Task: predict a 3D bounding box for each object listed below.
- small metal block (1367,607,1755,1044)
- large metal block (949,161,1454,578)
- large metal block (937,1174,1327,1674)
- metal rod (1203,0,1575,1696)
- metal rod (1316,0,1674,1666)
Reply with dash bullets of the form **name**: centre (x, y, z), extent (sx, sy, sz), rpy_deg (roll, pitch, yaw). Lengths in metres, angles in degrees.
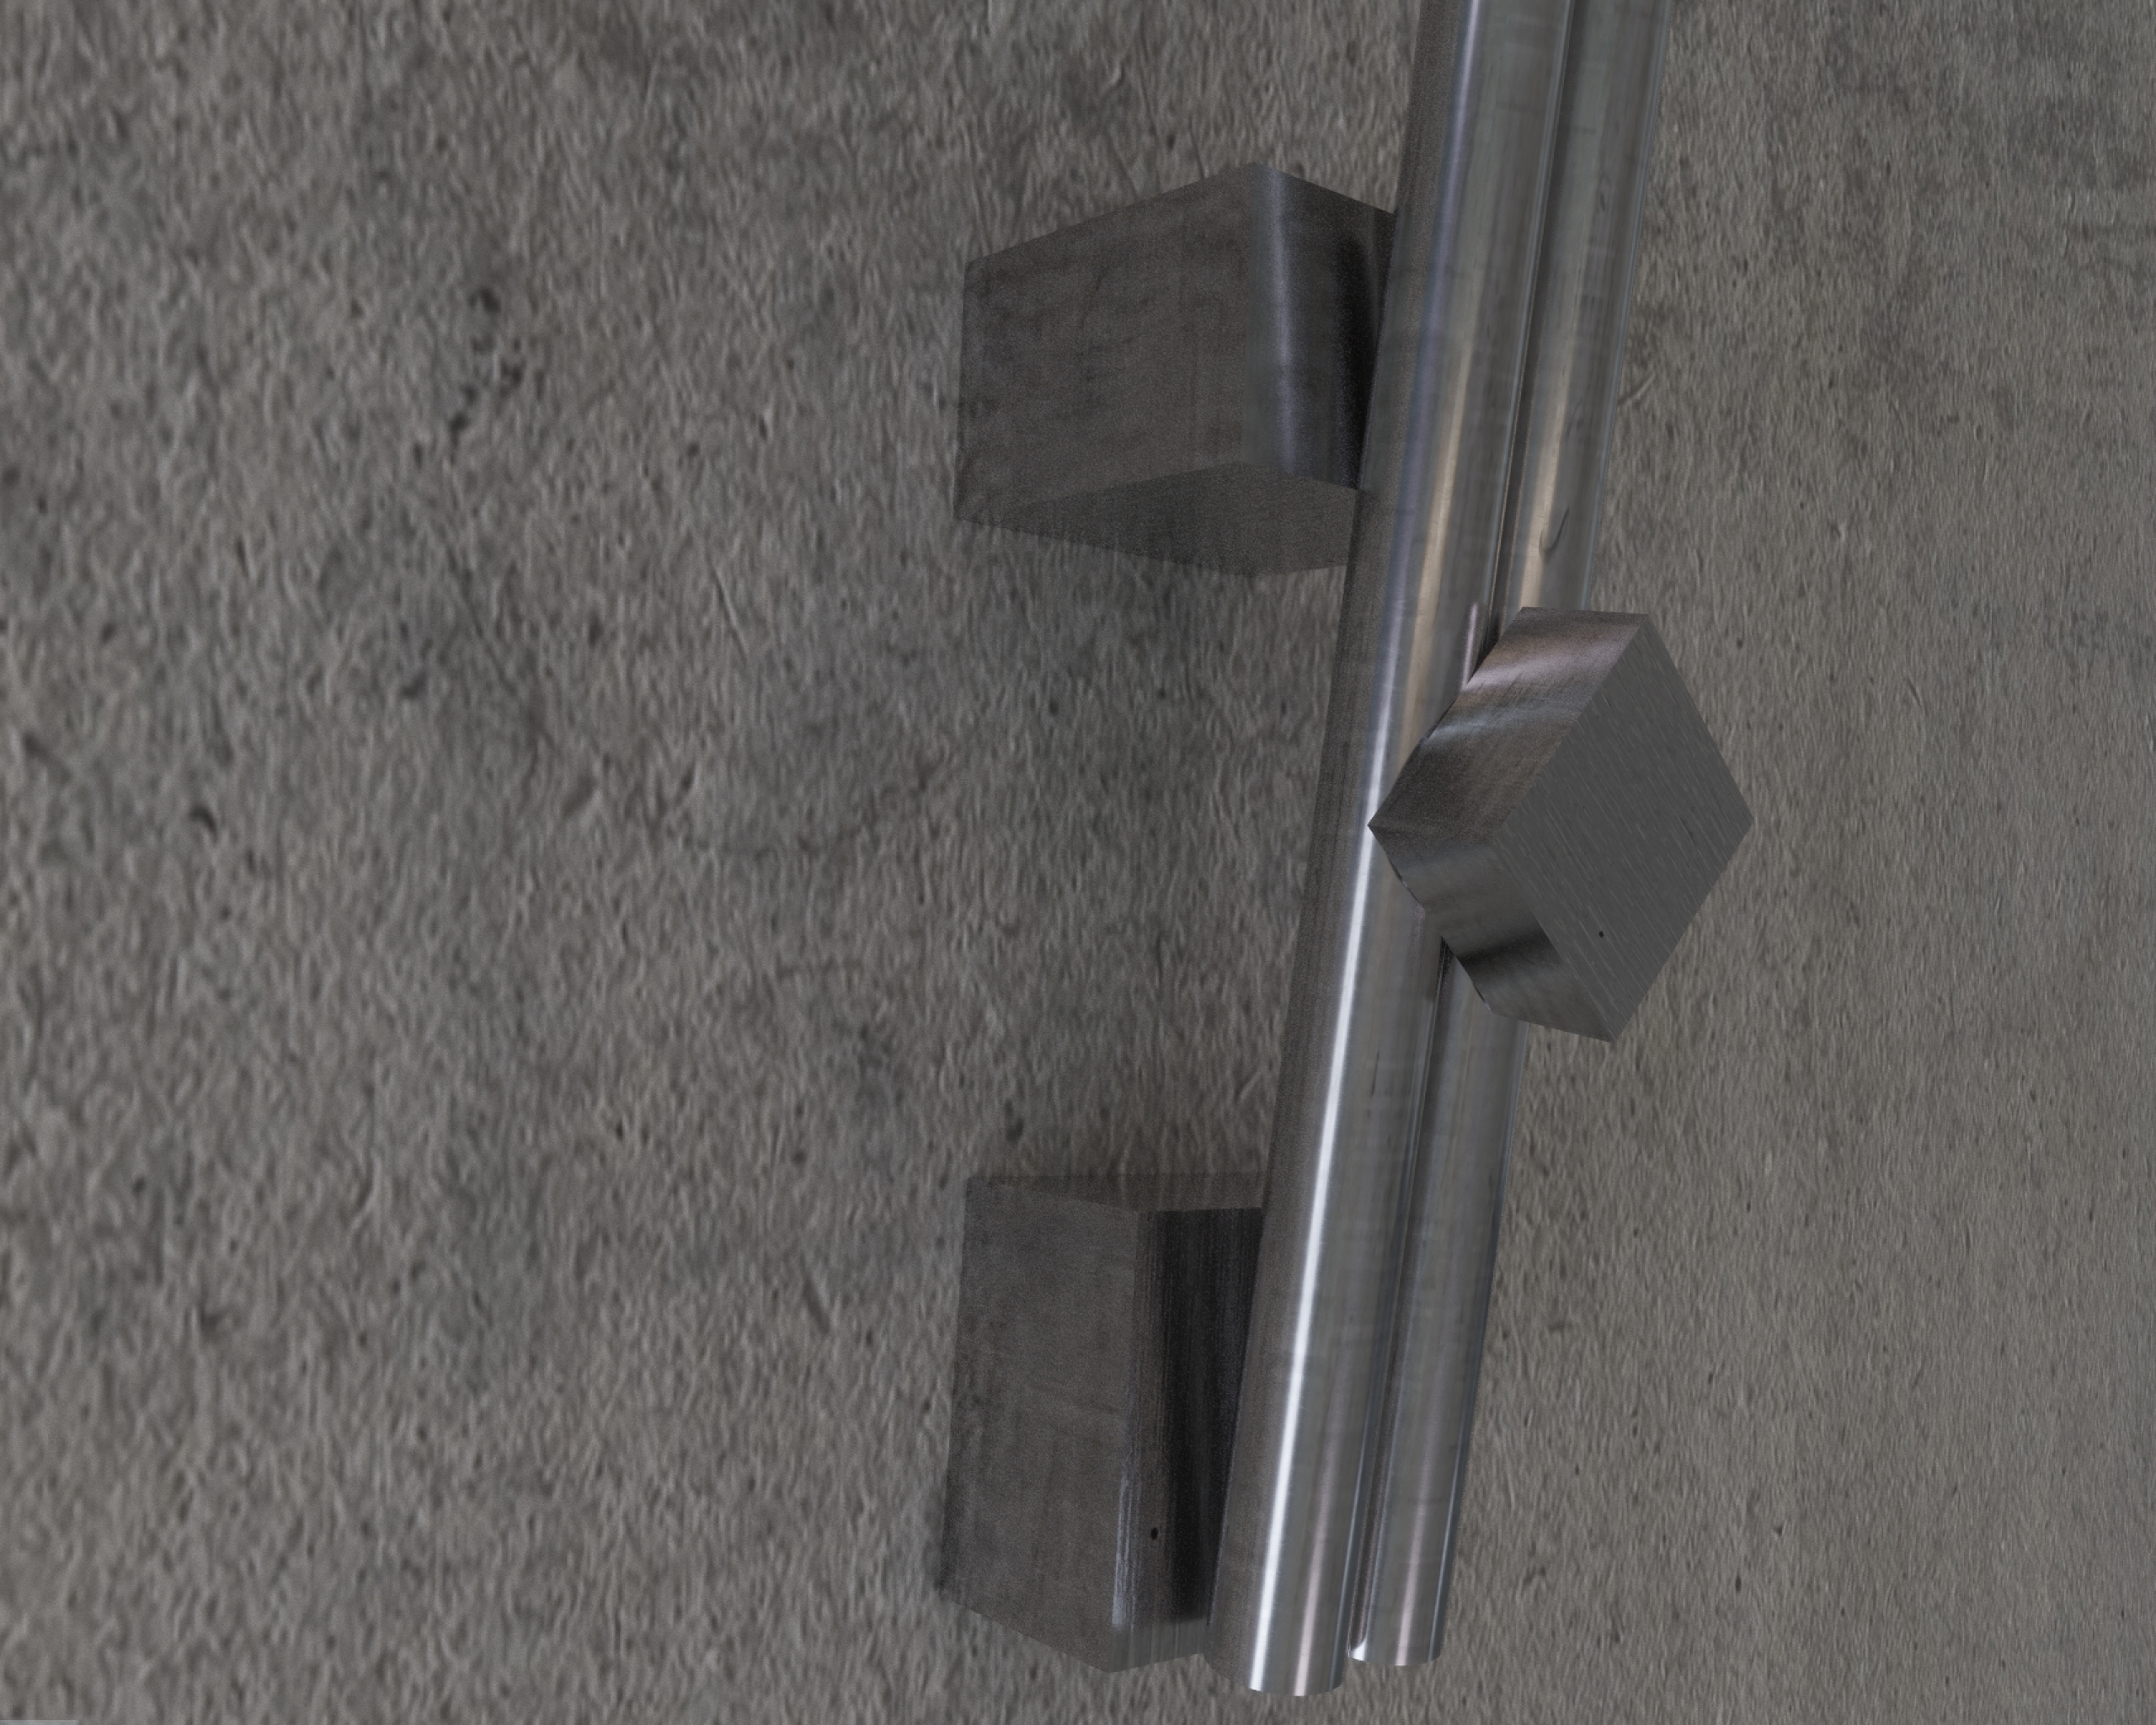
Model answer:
- **small metal block**: centre (0.082, -0.007, 0.347), extent (0.050, 0.025, 0.050), rpy_deg (-53, 126, -20)
- **large metal block**: centre (0.033, -0.088, 0.398), extent (0.081, 0.080, 0.050), rpy_deg (4, 88, -40)
- **large metal block**: centre (0.023, 0.104, 0.408), extent (0.081, 0.050, 0.080), rpy_deg (6, 86, -40)
- **metal rod**: centre (0.053, -0.008, 0.355), extent (0.025, 0.025, 0.298), rpy_deg (4, 95, -40)
- **metal rod**: centre (0.073, -0.007, 0.372), extent (0.025, 0.025, 0.298), rpy_deg (4, 95, -40)
